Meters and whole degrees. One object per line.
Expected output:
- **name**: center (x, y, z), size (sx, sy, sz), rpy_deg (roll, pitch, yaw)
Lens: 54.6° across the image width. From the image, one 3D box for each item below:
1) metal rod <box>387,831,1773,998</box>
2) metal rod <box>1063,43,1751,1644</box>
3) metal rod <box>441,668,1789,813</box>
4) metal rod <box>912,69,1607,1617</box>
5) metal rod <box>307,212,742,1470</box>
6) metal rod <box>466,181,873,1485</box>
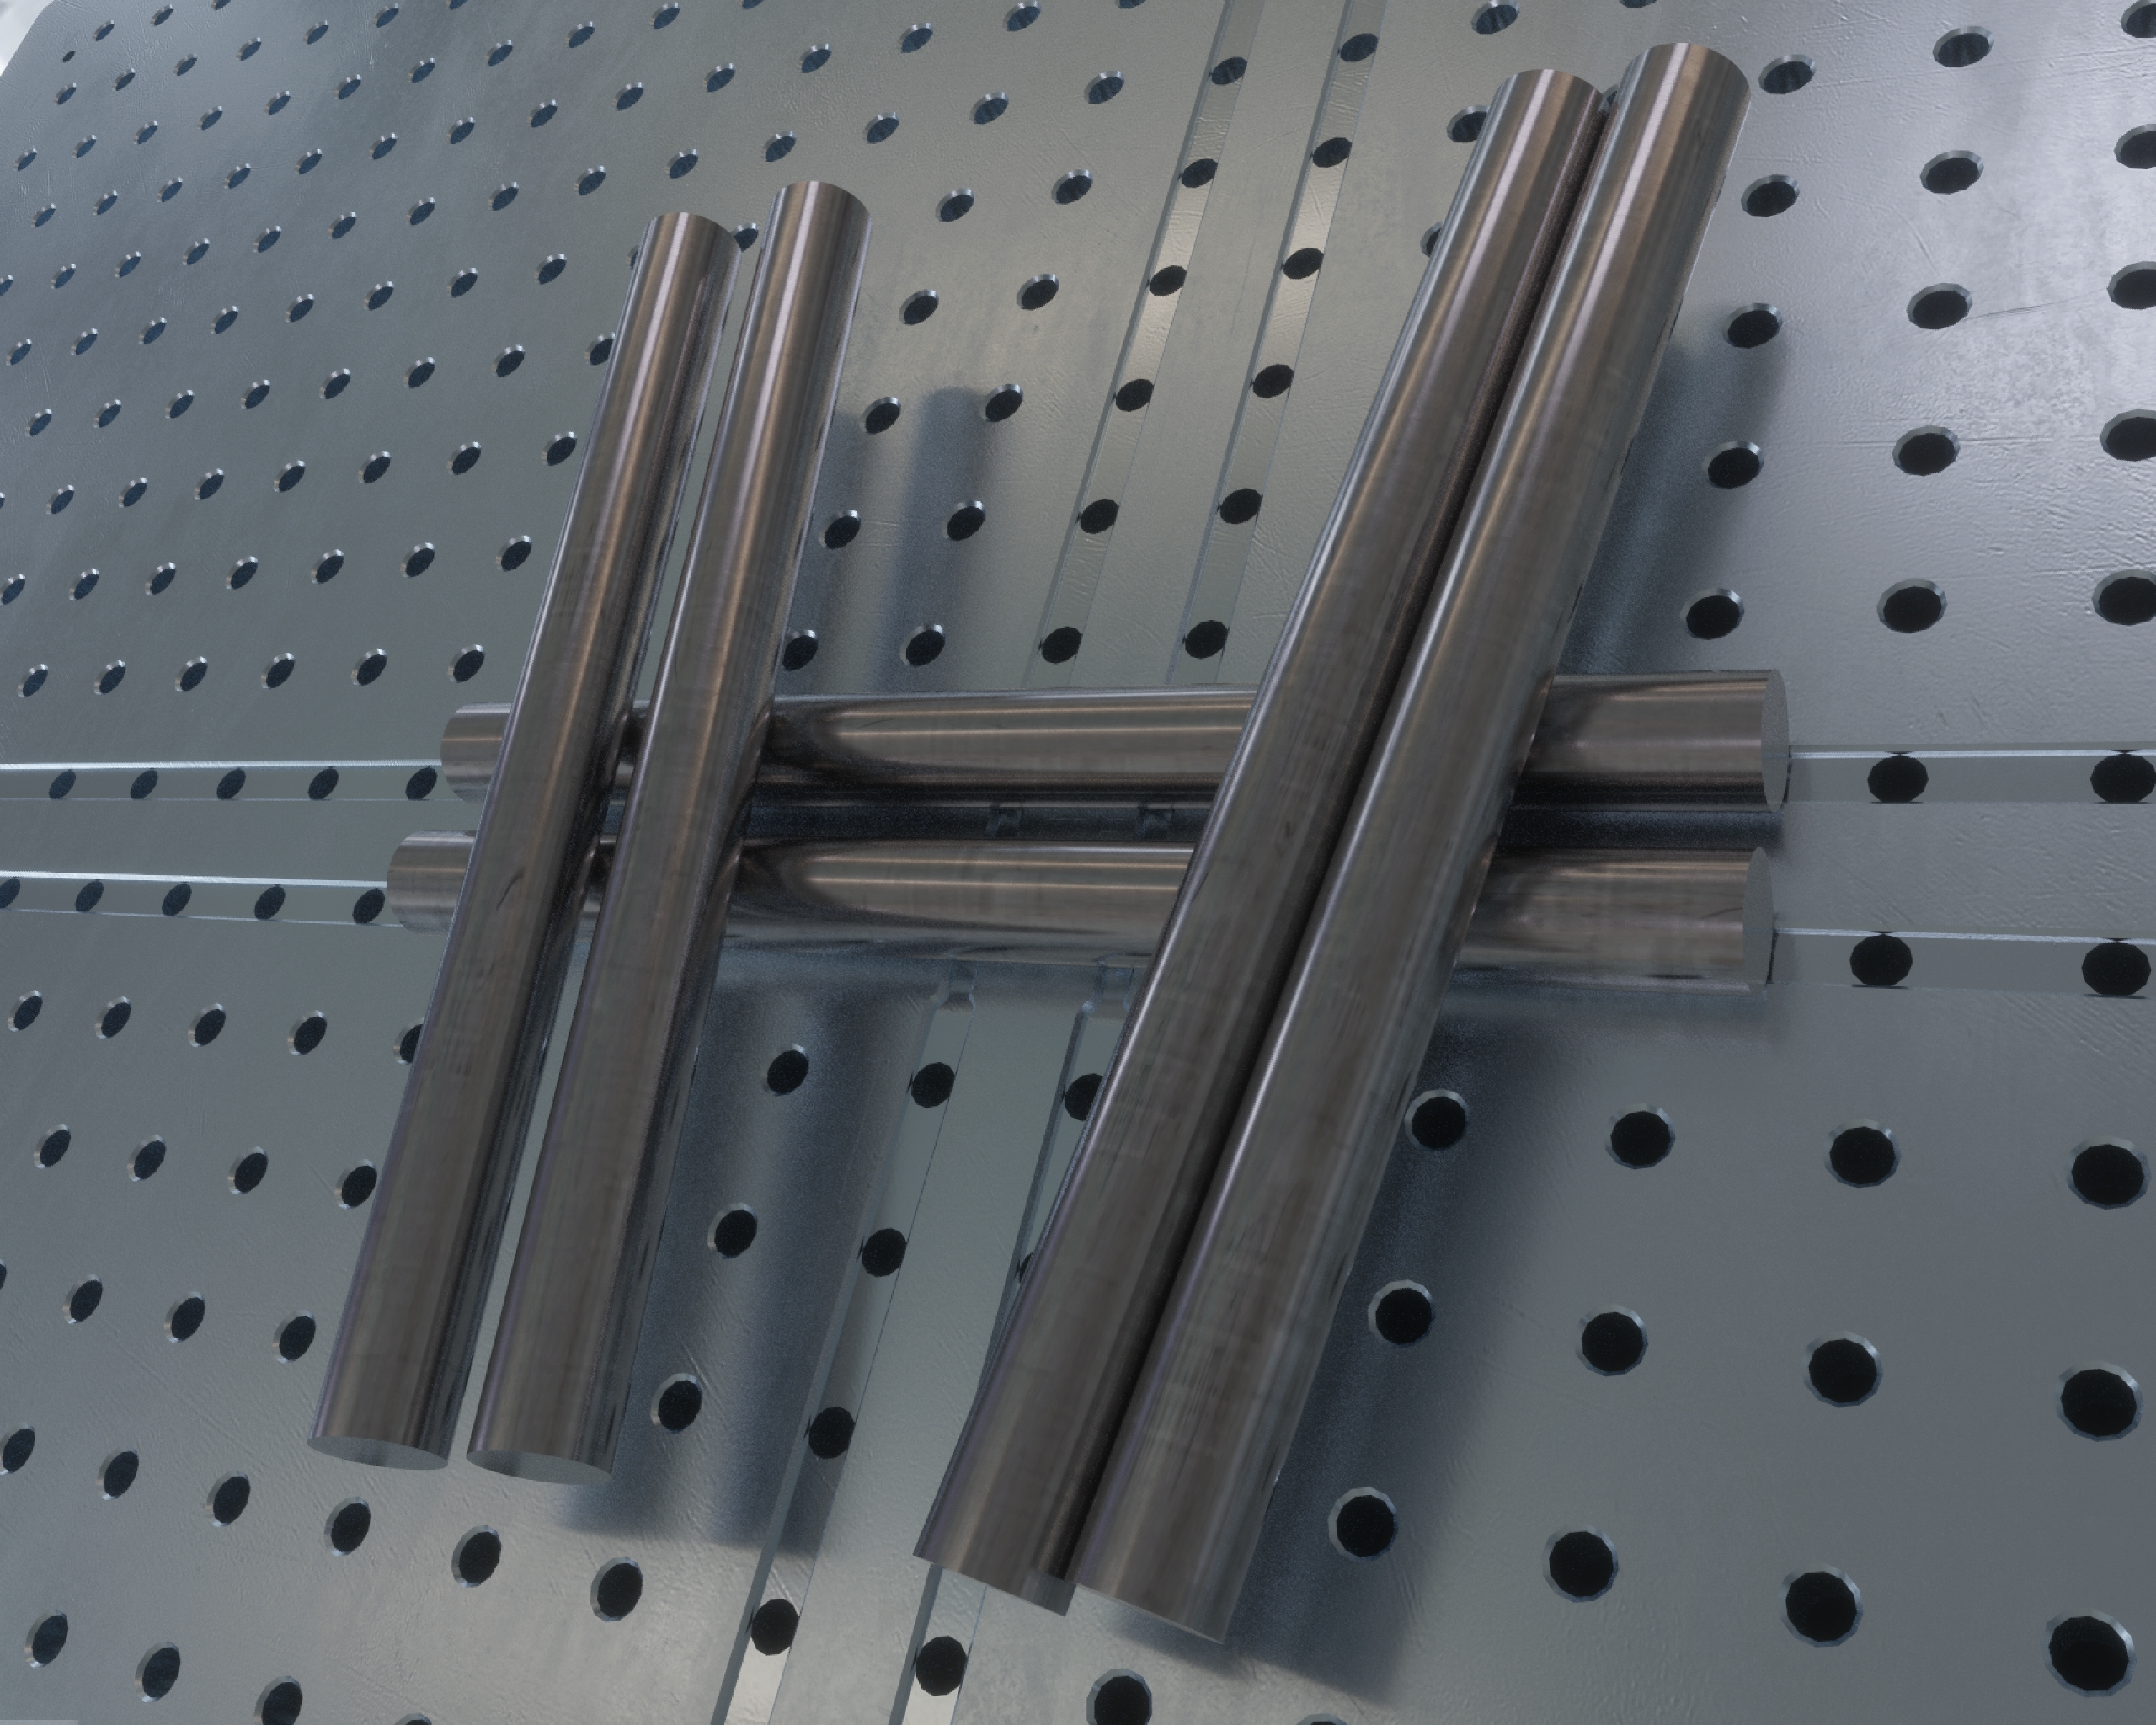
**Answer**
- **metal rod**: center (-0.020, 0.007, 0.416), size (0.300, 0.025, 0.025), rpy_deg (1, 62, 28)
- **metal rod**: center (0.064, -0.020, 0.357), size (0.025, 0.025, 0.300), rpy_deg (10, 66, 32)
- **metal rod**: center (-0.012, -0.024, 0.431), size (0.300, 0.025, 0.025), rpy_deg (1, 62, 28)
- **metal rod**: center (0.041, -0.020, 0.369), size (0.025, 0.025, 0.300), rpy_deg (10, 66, 32)
- **metal rod**: center (-0.112, -0.023, 0.451), size (0.025, 0.025, 0.300), rpy_deg (-8, 58, 24)
- **metal rod**: center (-0.078, -0.025, 0.435), size (0.025, 0.025, 0.300), rpy_deg (-7, 58, 24)
